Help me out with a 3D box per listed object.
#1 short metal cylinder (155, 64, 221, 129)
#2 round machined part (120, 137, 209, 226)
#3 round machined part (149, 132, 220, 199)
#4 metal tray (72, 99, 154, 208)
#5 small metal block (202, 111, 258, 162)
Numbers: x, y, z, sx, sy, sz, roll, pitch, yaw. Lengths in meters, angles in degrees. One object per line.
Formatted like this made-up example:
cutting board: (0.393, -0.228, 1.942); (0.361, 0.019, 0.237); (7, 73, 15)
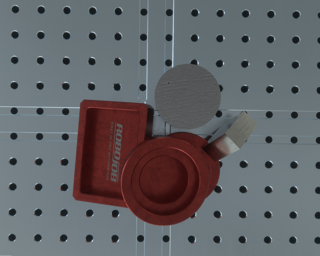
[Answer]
short metal cylinder: (0.034, -0.038, 0.401); (0.081, 0.050, 0.079); (0, 90, -1)
round machined part: (0.003, 0.058, 0.357); (0.099, 0.042, 0.097); (0, 92, -11)
round machined part: (0.030, 0.054, 0.404); (0.099, 0.042, 0.097); (0, 90, -1)
metal tray: (-0.060, 0.031, 0.399); (0.090, 0.030, 0.129); (5, 90, 14)
small metal block: (0.088, 0.011, 0.392); (0.025, 0.050, 0.050); (47, 55, 0)
